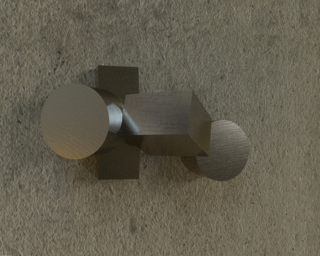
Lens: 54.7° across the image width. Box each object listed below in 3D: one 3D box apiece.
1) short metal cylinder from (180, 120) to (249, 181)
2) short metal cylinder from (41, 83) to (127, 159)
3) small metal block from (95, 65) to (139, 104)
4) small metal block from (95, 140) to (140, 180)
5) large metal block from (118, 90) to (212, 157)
[{"bbox_3d":[0.073,0.029,0.426,0.081,0.050,0.079,0,90,-21],"label":"short metal cylinder"},{"bbox_3d":[-0.083,-0.007,0.348,0.080,0.050,0.079,0,91,15],"label":"short metal cylinder"},{"bbox_3d":[-0.054,-0.051,0.390,0.050,0.025,0.050,-1,91,-21],"label":"small metal block"},{"bbox_3d":[-0.053,0.038,0.391,0.050,0.025,0.050,3,89,-20],"label":"small metal block"},{"bbox_3d":[0.010,-0.002,0.366,0.080,0.080,0.050,43,50,-58],"label":"large metal block"}]
